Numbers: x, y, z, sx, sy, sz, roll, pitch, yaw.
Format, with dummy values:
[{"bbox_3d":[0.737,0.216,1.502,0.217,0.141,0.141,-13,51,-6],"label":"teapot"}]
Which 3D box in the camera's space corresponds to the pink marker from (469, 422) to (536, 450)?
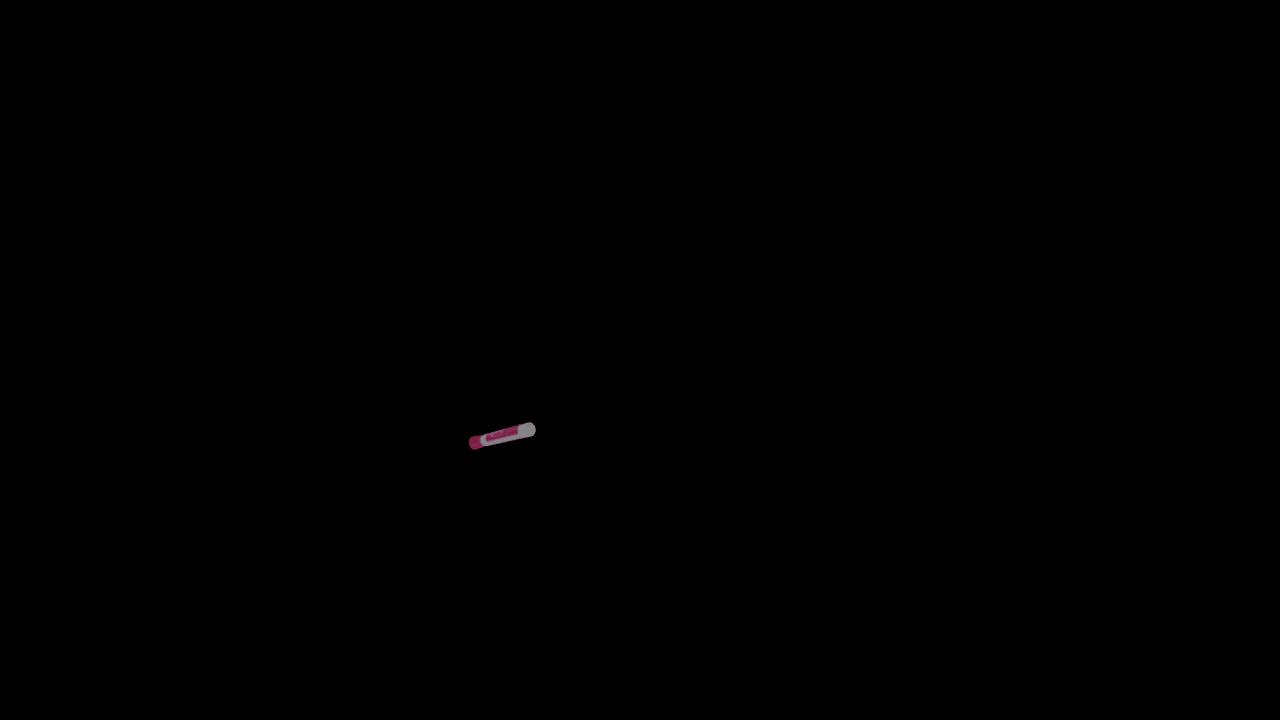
[{"bbox_3d":[-0.190,0.104,0.834,0.121,0.020,0.020,-16,-9,34],"label":"pink marker"}]
